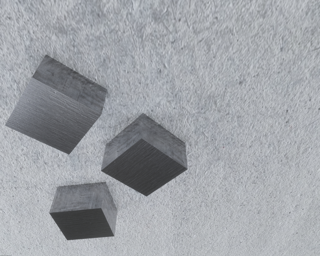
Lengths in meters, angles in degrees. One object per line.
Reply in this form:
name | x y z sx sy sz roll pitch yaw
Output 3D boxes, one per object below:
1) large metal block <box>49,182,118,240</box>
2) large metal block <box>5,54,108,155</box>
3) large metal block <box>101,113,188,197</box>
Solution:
large metal block | -0.121 0.137 0.506 0.080 0.050 0.080 -7 130 5
large metal block | -0.121 -0.025 0.368 0.080 0.050 0.080 30 124 -23
large metal block | -0.021 0.039 0.424 0.080 0.050 0.080 36 121 -27
